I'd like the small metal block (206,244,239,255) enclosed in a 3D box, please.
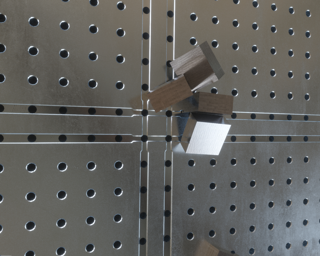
[{"bbox_3d":[0.090,0.203,0.446,0.050,0.025,0.050,27,81,-18],"label":"small metal block"}]

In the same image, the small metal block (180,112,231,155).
[{"bbox_3d":[0.061,0.008,0.423,0.050,0.025,0.050,5,120,-20],"label":"small metal block"}]

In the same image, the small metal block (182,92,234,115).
[{"bbox_3d":[0.064,-0.032,0.423,0.050,0.050,0.025,5,89,-20],"label":"small metal block"}]

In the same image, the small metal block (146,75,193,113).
[{"bbox_3d":[0.013,-0.045,0.395,0.050,0.050,0.025,-26,100,8],"label":"small metal block"}]

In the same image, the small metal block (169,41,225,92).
[{"bbox_3d":[0.050,-0.080,0.414,0.050,0.050,0.025,58,40,-11],"label":"small metal block"}]
